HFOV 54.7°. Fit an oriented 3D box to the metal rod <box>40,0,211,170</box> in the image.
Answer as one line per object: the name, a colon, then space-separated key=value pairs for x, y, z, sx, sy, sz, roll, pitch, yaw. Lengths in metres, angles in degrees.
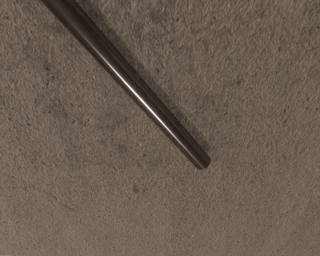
metal rod: x=-0.023 y=-0.042 z=0.370 sx=0.025 sy=0.025 sz=0.300 roll=-28 pitch=125 yaw=21
